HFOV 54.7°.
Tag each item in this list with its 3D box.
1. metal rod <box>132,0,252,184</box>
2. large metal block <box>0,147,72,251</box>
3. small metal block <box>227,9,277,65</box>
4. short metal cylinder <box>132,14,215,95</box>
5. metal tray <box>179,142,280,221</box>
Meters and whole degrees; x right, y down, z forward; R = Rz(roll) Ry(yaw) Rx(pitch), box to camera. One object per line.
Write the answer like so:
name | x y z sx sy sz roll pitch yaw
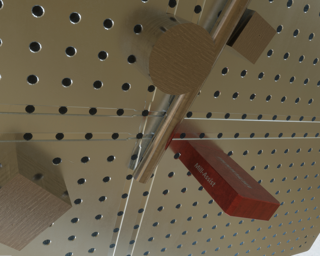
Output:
metal rod | 0.041 -0.055 0.401 0.025 0.025 0.298 17 109 -36
large metal block | -0.164 0.083 0.357 0.080 0.050 0.080 -40 130 -1
small metal block | 0.115 -0.119 0.403 0.050 0.025 0.050 23 106 -37
short metal cylinder | 0.014 -0.084 0.352 0.081 0.050 0.079 -14 125 -21
metal tray | 0.095 0.073 0.443 0.091 0.130 0.030 18 109 -36
